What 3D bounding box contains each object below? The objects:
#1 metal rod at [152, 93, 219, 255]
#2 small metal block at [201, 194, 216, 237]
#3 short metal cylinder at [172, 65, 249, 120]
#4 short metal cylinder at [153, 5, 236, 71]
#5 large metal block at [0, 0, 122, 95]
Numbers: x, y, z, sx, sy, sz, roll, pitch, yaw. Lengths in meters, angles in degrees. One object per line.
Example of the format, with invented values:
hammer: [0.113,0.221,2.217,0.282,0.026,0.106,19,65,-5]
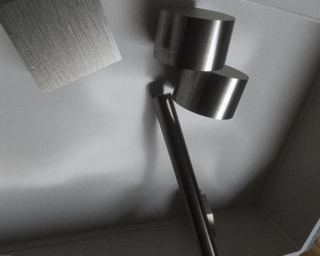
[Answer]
metal rod: [0.045,0.099,0.414,0.025,0.025,0.298,-20,100,-17]
small metal block: [0.072,0.148,0.518,0.025,0.050,0.050,-12,116,0]
short metal cylinder: [0.060,-0.050,0.376,0.081,0.080,0.050,3,117,-30]
short metal cylinder: [0.035,-0.098,0.333,0.081,0.080,0.050,-6,121,-26]
large metal block: [-0.093,-0.090,0.287,0.080,0.050,0.080,-28,128,-11]
